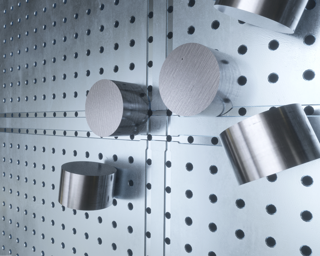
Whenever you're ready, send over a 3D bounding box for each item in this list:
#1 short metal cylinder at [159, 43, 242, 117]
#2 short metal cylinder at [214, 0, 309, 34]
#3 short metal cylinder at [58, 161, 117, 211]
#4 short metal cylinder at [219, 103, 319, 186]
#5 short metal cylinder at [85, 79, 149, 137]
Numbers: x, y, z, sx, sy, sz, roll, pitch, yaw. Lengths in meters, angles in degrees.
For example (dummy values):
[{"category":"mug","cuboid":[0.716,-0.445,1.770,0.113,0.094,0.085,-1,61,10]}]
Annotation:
[{"category":"short metal cylinder","cuboid":[0.046,-0.052,0.356,0.080,0.050,0.079,0,90,40]},{"category":"short metal cylinder","cuboid":[0.098,-0.127,0.293,0.080,0.081,0.050,32,110,35]},{"category":"short metal cylinder","cuboid":[-0.108,0.084,0.463,0.080,0.081,0.050,13,98,39]},{"category":"short metal cylinder","cuboid":[0.102,0.017,0.289,0.080,0.081,0.050,-30,72,36]},{"category":"short metal cylinder","cuboid":[-0.062,-0.027,0.445,0.080,0.050,0.079,0,90,40]}]
